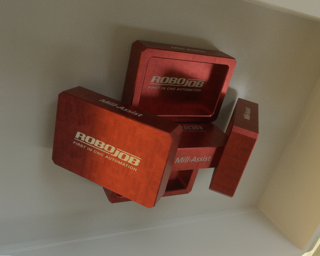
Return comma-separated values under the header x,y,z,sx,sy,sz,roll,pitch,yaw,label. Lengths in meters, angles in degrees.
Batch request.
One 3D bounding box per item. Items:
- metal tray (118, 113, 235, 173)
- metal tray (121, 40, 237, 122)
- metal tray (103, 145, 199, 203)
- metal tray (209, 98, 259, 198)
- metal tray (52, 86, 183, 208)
x,y,z,sx,sy,sz,roll,pitch,yaw,label
0.018,0.014,0.383,0.131,0.090,0.030,0,118,-29,metal tray
0.023,-0.053,0.383,0.131,0.030,0.089,-1,119,-29,metal tray
-0.006,0.053,0.431,0.131,0.030,0.089,0,118,-29,metal tray
0.101,0.020,0.415,0.030,0.130,0.089,19,115,10,metal tray
-0.050,0.019,0.331,0.030,0.130,0.089,-40,148,-61,metal tray
